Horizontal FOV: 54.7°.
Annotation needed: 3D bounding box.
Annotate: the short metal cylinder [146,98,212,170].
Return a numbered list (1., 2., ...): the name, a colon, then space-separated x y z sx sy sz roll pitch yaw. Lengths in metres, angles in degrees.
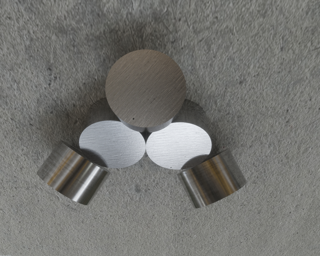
1. short metal cylinder: 0.023 0.008 0.399 0.081 0.050 0.079 0 130 0

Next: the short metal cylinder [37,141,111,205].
1. short metal cylinder: -0.113 0.059 0.413 0.080 0.080 0.050 39 80 -28

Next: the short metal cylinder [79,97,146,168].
1. short metal cylinder: -0.058 0.006 0.396 0.081 0.050 0.079 0 130 0

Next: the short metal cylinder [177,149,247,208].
1. short metal cylinder: 0.070 0.068 0.423 0.080 0.080 0.050 -30 83 23

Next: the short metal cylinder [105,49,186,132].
1. short metal cylinder: -0.015 -0.037 0.333 0.081 0.080 0.050 1 173 -1
